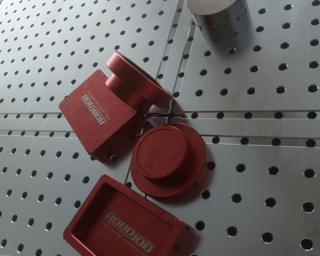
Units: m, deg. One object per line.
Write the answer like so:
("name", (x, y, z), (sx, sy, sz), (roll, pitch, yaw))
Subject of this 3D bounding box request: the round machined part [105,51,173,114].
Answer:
("round machined part", (-0.033, -0.056, 0.414), (0.042, 0.098, 0.098), (-51, 51, 10))

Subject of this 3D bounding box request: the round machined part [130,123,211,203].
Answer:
("round machined part", (0.007, 0.036, 0.371), (0.098, 0.042, 0.098), (-13, 56, 20))

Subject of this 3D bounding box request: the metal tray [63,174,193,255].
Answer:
("metal tray", (-0.040, 0.119, 0.351), (0.130, 0.030, 0.090), (23, 74, 36))

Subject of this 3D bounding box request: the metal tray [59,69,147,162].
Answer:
("metal tray", (-0.089, -0.023, 0.464), (0.090, 0.030, 0.130), (-42, 51, -1))

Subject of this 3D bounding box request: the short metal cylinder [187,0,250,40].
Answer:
("short metal cylinder", (0.086, -0.177, 0.455), (0.080, 0.050, 0.080), (-13, 56, 20))
